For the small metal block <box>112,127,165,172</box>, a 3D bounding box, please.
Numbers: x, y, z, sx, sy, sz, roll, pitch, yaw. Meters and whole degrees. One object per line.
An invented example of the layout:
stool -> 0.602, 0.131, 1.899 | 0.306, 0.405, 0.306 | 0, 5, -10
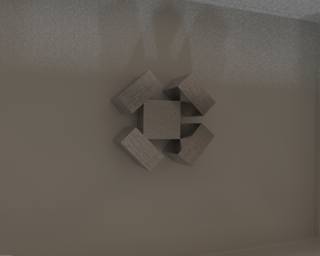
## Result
small metal block -> -0.028, 0.025, 0.385 | 0.025, 0.050, 0.050 | -46, 104, -13

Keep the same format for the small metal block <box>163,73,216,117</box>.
small metal block -> 0.037, -0.042, 0.408 | 0.025, 0.050, 0.050 | -47, 106, -15

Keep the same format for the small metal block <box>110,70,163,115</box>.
small metal block -> -0.030, -0.043, 0.384 | 0.050, 0.050, 0.025 | -43, 103, -14

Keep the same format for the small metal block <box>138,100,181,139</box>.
small metal block -> -0.001, -0.011, 0.408 | 0.050, 0.025, 0.050 | 1, 90, -20

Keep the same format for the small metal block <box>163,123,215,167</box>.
small metal block -> 0.037, 0.021, 0.408 | 0.025, 0.050, 0.050 | 42, 76, -16
